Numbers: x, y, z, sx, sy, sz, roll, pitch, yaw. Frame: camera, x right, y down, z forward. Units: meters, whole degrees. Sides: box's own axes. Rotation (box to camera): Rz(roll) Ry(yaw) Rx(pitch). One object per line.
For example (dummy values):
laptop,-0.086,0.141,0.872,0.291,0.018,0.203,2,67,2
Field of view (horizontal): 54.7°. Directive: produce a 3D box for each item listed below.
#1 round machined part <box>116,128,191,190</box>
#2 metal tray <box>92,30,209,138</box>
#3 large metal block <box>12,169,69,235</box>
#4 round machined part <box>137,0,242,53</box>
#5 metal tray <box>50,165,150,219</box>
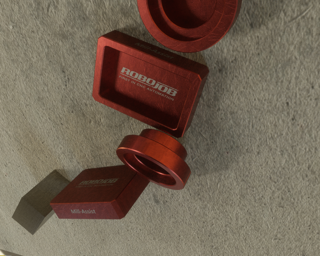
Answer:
round machined part,-0.004,0.037,0.402,0.098,0.042,0.098,25,156,12
metal tray,-0.016,-0.053,0.377,0.130,0.030,0.089,25,127,12
large metal block,-0.211,0.134,0.563,0.050,0.080,0.080,41,129,0
round machined part,0.031,-0.127,0.300,0.098,0.042,0.097,13,124,20
metal tray,-0.089,0.095,0.468,0.130,0.090,0.030,-10,113,32
